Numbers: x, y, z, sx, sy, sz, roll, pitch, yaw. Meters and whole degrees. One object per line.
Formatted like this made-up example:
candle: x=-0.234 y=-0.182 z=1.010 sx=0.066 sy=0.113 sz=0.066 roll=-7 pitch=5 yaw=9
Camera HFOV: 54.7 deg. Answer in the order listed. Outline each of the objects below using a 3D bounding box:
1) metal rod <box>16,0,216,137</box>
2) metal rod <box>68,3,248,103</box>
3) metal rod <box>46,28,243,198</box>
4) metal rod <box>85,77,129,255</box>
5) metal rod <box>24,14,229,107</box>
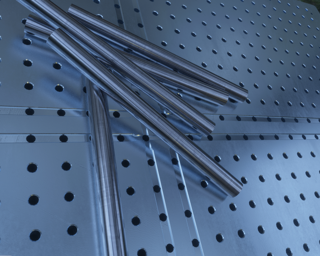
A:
metal rod: x=-0.048 y=-0.081 z=0.411 sx=0.301 sy=0.025 sz=0.025 roll=35 pitch=51 yaw=-14
metal rod: x=0.005 y=-0.109 z=0.478 sx=0.302 sy=0.025 sz=0.025 roll=23 pitch=53 yaw=-15
metal rod: x=-0.011 y=-0.012 z=0.388 sx=0.300 sy=0.025 sz=0.025 roll=40 pitch=50 yaw=-10
metal rod: x=-0.060 y=0.051 z=0.345 sx=0.025 sy=0.025 sz=0.299 roll=3 pitch=61 yaw=-27
metal rod: x=-0.034 y=-0.090 z=0.445 sx=0.302 sy=0.025 sz=0.025 roll=18 pitch=55 yaw=-18
